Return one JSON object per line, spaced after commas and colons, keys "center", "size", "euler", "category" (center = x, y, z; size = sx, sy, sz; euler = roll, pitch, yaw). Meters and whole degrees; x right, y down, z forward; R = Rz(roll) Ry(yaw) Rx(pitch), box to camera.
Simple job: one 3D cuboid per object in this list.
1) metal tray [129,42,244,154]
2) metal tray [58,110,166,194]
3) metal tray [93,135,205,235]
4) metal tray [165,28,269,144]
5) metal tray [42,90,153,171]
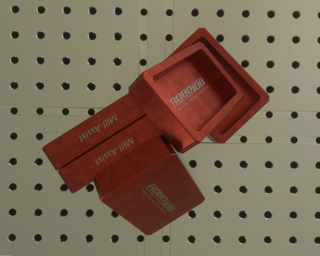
{"center": [0.036, -0.041, 0.357], "size": [0.090, 0.030, 0.131], "euler": [51, 45, 0], "category": "metal tray"}
{"center": [-0.049, 0.025, 0.379], "size": [0.130, 0.090, 0.030], "euler": [-32, 90, 0], "category": "metal tray"}
{"center": [-0.006, 0.074, 0.367], "size": [0.090, 0.130, 0.030], "euler": [-32, 49, 0], "category": "metal tray"}
{"center": [0.066, -0.054, 0.410], "size": [0.090, 0.030, 0.130], "euler": [-44, 91, 0], "category": "metal tray"}
{"center": [-0.067, 0.000, 0.380], "size": [0.130, 0.090, 0.030], "euler": [-32, 90, 0], "category": "metal tray"}
